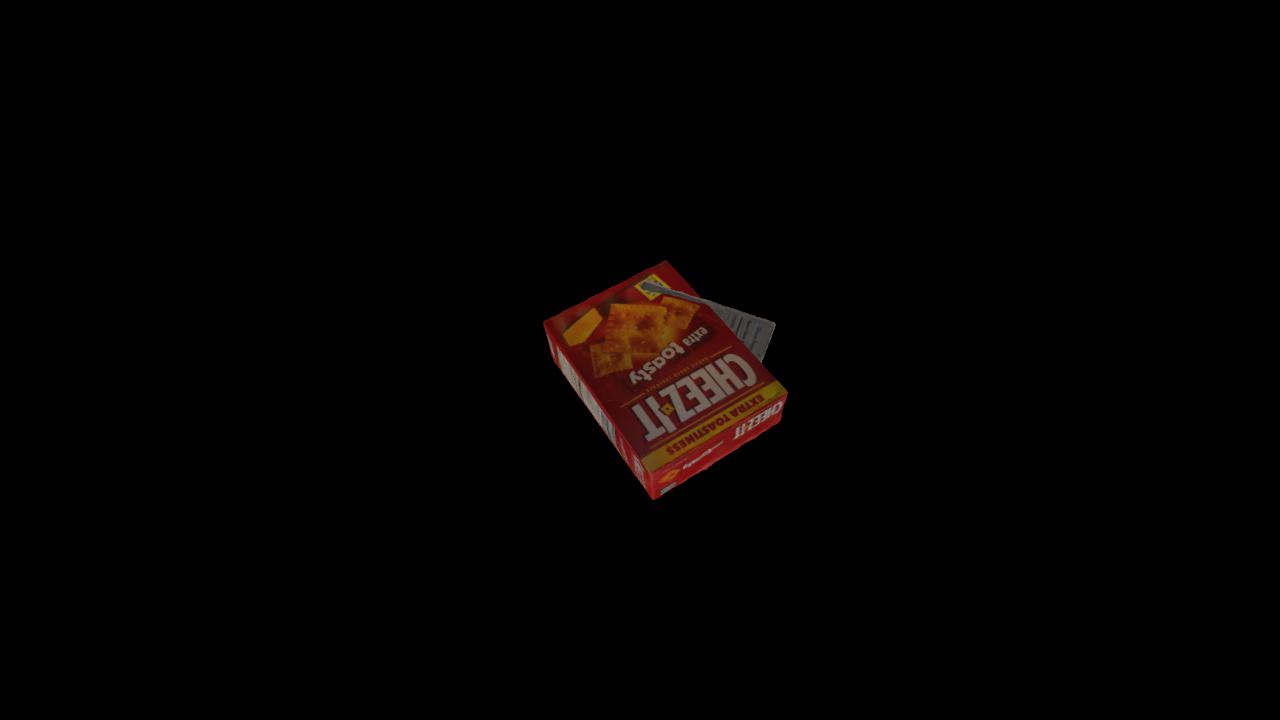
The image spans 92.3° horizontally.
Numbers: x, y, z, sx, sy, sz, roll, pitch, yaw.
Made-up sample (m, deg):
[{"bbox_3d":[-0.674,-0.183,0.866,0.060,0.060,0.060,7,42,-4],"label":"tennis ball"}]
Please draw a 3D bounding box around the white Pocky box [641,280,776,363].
[{"bbox_3d":[0.064,-0.027,0.688,0.154,0.084,0.028,20,14,10],"label":"white Pocky box"}]

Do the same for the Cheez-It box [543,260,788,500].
[{"bbox_3d":[0.021,0.012,0.656,0.166,0.223,0.071,-28,-32,-16],"label":"Cheez-It box"}]
